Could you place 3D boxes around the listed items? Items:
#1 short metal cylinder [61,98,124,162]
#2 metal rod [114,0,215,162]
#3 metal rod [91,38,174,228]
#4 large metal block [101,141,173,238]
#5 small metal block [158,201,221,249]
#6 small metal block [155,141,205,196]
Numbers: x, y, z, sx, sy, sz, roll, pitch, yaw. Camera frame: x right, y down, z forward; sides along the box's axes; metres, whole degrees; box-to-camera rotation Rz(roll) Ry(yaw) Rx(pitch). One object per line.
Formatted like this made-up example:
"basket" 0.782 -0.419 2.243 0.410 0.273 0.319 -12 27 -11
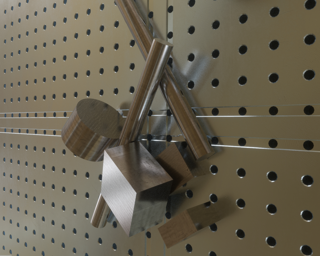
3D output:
"short metal cylinder" -0.095 0.002 0.453 0.050 0.081 0.080 -51 60 28
"metal rod" -0.007 -0.093 0.415 0.025 0.025 0.299 -39 66 33
"metal rod" -0.046 0.024 0.427 0.025 0.025 0.298 39 120 33
"large metal block" -0.034 0.076 0.399 0.080 0.050 0.079 45 136 39
"small metal block" 0.035 0.113 0.365 0.050 0.050 0.025 -43 64 31
"small metal block" 0.021 0.052 0.393 0.050 0.025 0.050 -42 65 32
